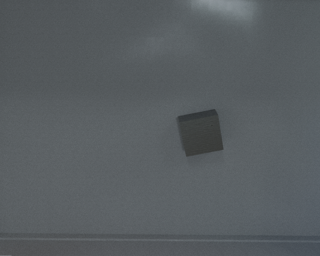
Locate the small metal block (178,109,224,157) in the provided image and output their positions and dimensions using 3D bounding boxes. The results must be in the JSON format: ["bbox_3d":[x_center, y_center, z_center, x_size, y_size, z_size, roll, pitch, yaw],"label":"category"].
[{"bbox_3d":[0.054,0.006,0.414,0.050,0.025,0.050,-11,110,4],"label":"small metal block"}]
